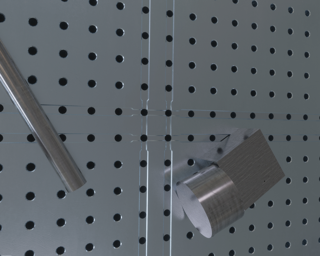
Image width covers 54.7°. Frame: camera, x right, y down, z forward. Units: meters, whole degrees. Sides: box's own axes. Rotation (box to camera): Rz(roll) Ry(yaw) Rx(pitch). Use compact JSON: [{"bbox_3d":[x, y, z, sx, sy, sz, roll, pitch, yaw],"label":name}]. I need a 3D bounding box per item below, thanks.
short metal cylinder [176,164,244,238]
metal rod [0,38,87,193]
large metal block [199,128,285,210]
[{"bbox_3d":[0.064,0.095,0.407,0.050,0.080,0.080,-25,99,-18],"label":"short metal cylinder"},{"bbox_3d":[-0.170,-0.059,0.349,0.025,0.025,0.299,-31,100,-17],"label":"metal rod"},{"bbox_3d":[0.117,0.056,0.442,0.080,0.050,0.080,-35,101,-17],"label":"large metal block"}]
